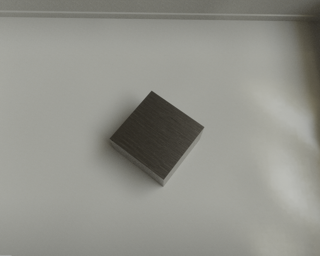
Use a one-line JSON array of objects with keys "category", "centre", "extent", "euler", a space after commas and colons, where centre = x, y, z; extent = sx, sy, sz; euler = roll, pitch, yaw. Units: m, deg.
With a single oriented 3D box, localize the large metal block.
[{"category": "large metal block", "centre": [-0.003, 0.014, 0.391], "extent": [0.080, 0.050, 0.080], "euler": [36, 74, 12]}]
